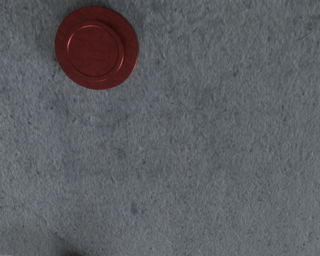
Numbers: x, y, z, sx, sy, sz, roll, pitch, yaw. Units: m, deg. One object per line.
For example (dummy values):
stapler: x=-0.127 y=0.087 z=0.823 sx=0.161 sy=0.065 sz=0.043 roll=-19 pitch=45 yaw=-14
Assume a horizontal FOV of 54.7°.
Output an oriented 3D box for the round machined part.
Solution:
round machined part: x=-0.075 y=-0.092 z=0.366 sx=0.099 sy=0.042 sz=0.097 roll=0 pitch=110 yaw=-1
